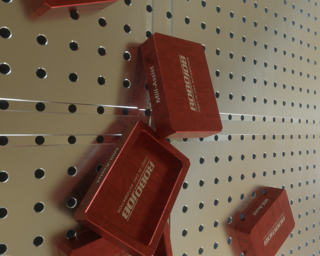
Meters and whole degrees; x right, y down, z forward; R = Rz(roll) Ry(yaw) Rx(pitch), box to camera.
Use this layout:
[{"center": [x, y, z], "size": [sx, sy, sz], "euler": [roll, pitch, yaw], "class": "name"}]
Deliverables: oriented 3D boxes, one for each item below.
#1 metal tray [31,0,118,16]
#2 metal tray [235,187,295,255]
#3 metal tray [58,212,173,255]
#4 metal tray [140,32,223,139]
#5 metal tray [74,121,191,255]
[{"center": [-0.102, -0.190, 0.319], "size": [0.091, 0.030, 0.129], "euler": [-25, 106, -37], "class": "metal tray"}, {"center": [0.197, 0.181, 0.570], "size": [0.131, 0.030, 0.090], "euler": [-33, 111, -35], "class": "metal tray"}, {"center": [-0.045, 0.156, 0.367], "size": [0.131, 0.030, 0.090], "euler": [-14, 99, -39], "class": "metal tray"}, {"center": [0.029, -0.053, 0.405], "size": [0.091, 0.030, 0.129], "euler": [0, 73, -40], "class": "metal tray"}, {"center": [-0.025, 0.068, 0.358], "size": [0.090, 0.030, 0.130], "euler": [40, 55, -19], "class": "metal tray"}]
